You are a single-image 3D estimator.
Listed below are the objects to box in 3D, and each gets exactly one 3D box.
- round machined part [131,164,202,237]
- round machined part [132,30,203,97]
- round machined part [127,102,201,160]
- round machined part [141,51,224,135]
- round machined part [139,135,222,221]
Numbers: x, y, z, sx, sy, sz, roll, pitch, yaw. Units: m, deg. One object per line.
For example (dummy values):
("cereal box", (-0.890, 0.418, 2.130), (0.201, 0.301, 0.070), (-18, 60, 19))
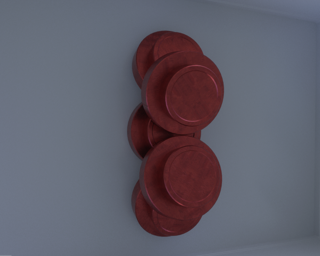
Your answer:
("round machined part", (0.017, 0.095, 0.392), (0.099, 0.042, 0.097), (-6, 107, -18))
("round machined part", (0.017, -0.082, 0.394), (0.099, 0.042, 0.098), (6, 72, -19))
("round machined part", (0.010, 0.004, 0.404), (0.099, 0.042, 0.097), (0, 89, -20))
("round machined part", (0.031, -0.039, 0.357), (0.099, 0.042, 0.097), (-5, 104, -19))
("round machined part", (0.029, 0.056, 0.356), (0.099, 0.042, 0.098), (4, 77, -19))
